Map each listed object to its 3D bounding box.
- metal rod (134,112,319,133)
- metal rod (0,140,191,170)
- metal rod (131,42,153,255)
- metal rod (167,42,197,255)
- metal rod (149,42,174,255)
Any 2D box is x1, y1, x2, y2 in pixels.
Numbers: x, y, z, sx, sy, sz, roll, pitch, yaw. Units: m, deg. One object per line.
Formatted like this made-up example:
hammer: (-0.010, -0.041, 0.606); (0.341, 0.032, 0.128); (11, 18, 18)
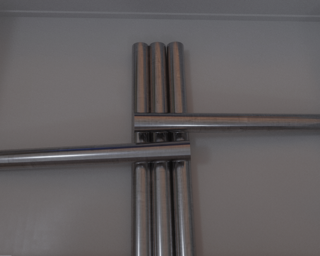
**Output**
metal rod: (0.119, -0.006, 0.394); (0.302, 0.025, 0.025); (0, 70, -7)
metal rod: (-0.114, 0.035, 0.377); (0.302, 0.025, 0.025); (-3, 70, 5)
metal rod: (-0.024, 0.023, 0.400); (0.025, 0.025, 0.299); (-1, 70, -1)
metal rod: (0.026, 0.022, 0.401); (0.025, 0.025, 0.299); (-1, 70, -1)
metal rod: (0.000, 0.022, 0.400); (0.025, 0.025, 0.299); (-1, 70, -1)
